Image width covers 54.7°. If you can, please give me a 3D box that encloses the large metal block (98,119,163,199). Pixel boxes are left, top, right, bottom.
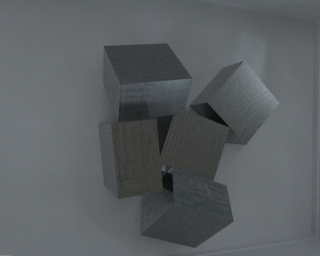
[{"bbox_3d":[-0.038,0.032,0.367,0.050,0.080,0.079,-6,92,-20],"label":"large metal block"}]

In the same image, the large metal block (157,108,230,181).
[{"bbox_3d":[0.035,0.024,0.411,0.080,0.050,0.080,20,83,-19],"label":"large metal block"}]

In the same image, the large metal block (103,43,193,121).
[{"bbox_3d":[-0.019,-0.057,0.367,0.081,0.080,0.050,-8,135,-19],"label":"large metal block"}]

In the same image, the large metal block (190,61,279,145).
[{"bbox_3d":[0.105,-0.034,0.436,0.080,0.050,0.080,46,76,-15],"label":"large metal block"}]

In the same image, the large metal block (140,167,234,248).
[{"bbox_3d":[0.030,0.102,0.386,0.080,0.080,0.050,21,41,-21],"label":"large metal block"}]
